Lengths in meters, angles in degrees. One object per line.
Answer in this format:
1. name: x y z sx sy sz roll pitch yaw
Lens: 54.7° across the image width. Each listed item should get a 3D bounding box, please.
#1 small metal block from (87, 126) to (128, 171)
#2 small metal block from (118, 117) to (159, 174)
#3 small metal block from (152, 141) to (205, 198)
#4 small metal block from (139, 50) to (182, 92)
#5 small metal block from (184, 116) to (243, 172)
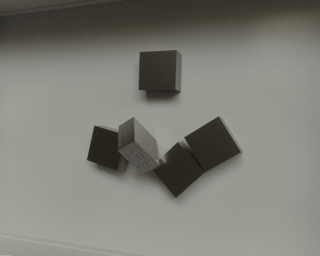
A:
1. small metal block: -0.069 0.027 0.432 0.050 0.025 0.050 15 95 22
2. small metal block: -0.027 0.022 0.395 0.025 0.050 0.050 -32 123 16
3. small metal block: 0.025 0.053 0.401 0.050 0.025 0.050 -45 77 14
4. small metal block: 0.001 -0.074 0.409 0.050 0.025 0.050 2 91 19
5. small metal block: 0.067 0.020 0.386 0.050 0.025 0.050 -33 80 16
